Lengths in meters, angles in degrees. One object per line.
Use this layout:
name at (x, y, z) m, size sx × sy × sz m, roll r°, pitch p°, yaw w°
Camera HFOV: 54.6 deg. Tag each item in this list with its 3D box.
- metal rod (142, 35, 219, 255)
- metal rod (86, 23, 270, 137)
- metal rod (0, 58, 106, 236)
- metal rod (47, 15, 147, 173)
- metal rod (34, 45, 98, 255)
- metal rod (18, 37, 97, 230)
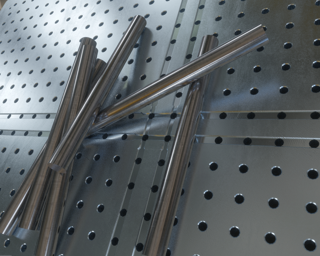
metal rod at (0.033, 0.006, 0.388) m, size 0.025 × 0.025 × 0.300 m, roll 3°, pitch 63°, yaw 29°
metal rod at (-0.003, -0.051, 0.417) m, size 0.300 × 0.025 × 0.025 m, roll -26°, pitch 52°, yaw 22°
metal rod at (-0.160, 0.018, 0.483) m, size 0.025 × 0.025 × 0.300 m, roll 12°, pitch 68°, yaw 33°
metal rod at (-0.082, -0.069, 0.464) m, size 0.025 × 0.025 × 0.300 m, roll 1°, pitch 53°, yaw 29°
metal rod at (-0.127, 0.019, 0.434) m, size 0.025 × 0.025 × 0.299 m, roll -2°, pitch 70°, yaw 27°
metal rod at (-0.147, -0.004, 0.463) m, size 0.025 × 0.025 × 0.299 m, roll 2°, pitch 69°, yaw 29°
